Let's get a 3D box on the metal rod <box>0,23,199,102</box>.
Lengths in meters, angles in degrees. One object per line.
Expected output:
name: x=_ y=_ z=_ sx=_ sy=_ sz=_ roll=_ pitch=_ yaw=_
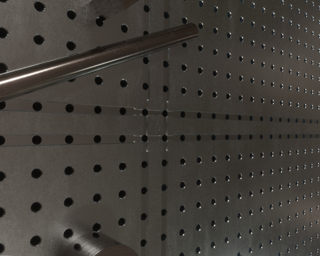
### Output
metal rod: x=-0.061 y=-0.083 z=0.359 sx=0.302 sy=0.025 sz=0.025 roll=-28 pitch=108 yaw=-37

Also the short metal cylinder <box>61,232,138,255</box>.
short metal cylinder: x=-0.067 y=0.162 z=0.339 sx=0.081 sy=0.050 sz=0.079 roll=0 pitch=90 yaw=-40

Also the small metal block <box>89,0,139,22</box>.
small metal block: x=-0.044 y=-0.152 z=0.357 sx=0.050 sy=0.050 sz=0.025 roll=-48 pitch=119 yaw=-30
